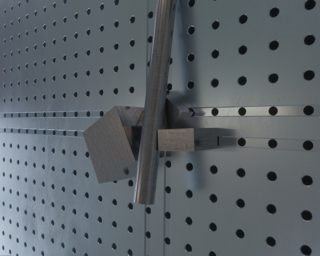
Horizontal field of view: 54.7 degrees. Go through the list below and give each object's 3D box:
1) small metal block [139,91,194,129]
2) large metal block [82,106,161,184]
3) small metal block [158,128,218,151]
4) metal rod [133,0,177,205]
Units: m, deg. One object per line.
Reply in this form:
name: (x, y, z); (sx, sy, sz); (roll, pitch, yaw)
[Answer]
small metal block: (0.007, -0.015, 0.403); (0.050, 0.025, 0.050); (46, 117, 30)
large metal block: (-0.056, 0.024, 0.439); (0.080, 0.050, 0.080); (-34, 69, 34)
small metal block: (0.033, 0.013, 0.366); (0.050, 0.050, 0.025); (-3, 89, 39)
metal rod: (-0.003, -0.059, 0.382); (0.025, 0.025, 0.298); (1, 82, 40)
